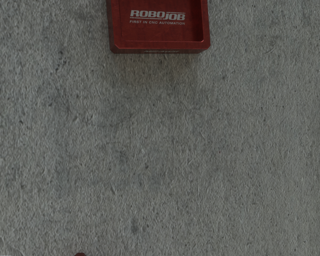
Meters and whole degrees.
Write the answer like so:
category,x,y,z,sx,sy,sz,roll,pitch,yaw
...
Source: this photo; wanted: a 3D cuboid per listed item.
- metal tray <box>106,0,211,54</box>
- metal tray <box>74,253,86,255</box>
category,x,y,z,sx,sy,sz,roll,pitch,yaw
metal tray,-0.001,-0.145,0.405,0.131,0.030,0.089,-5,92,-20
metal tray,-0.117,0.226,0.363,0.131,0.030,0.090,-38,102,-16
